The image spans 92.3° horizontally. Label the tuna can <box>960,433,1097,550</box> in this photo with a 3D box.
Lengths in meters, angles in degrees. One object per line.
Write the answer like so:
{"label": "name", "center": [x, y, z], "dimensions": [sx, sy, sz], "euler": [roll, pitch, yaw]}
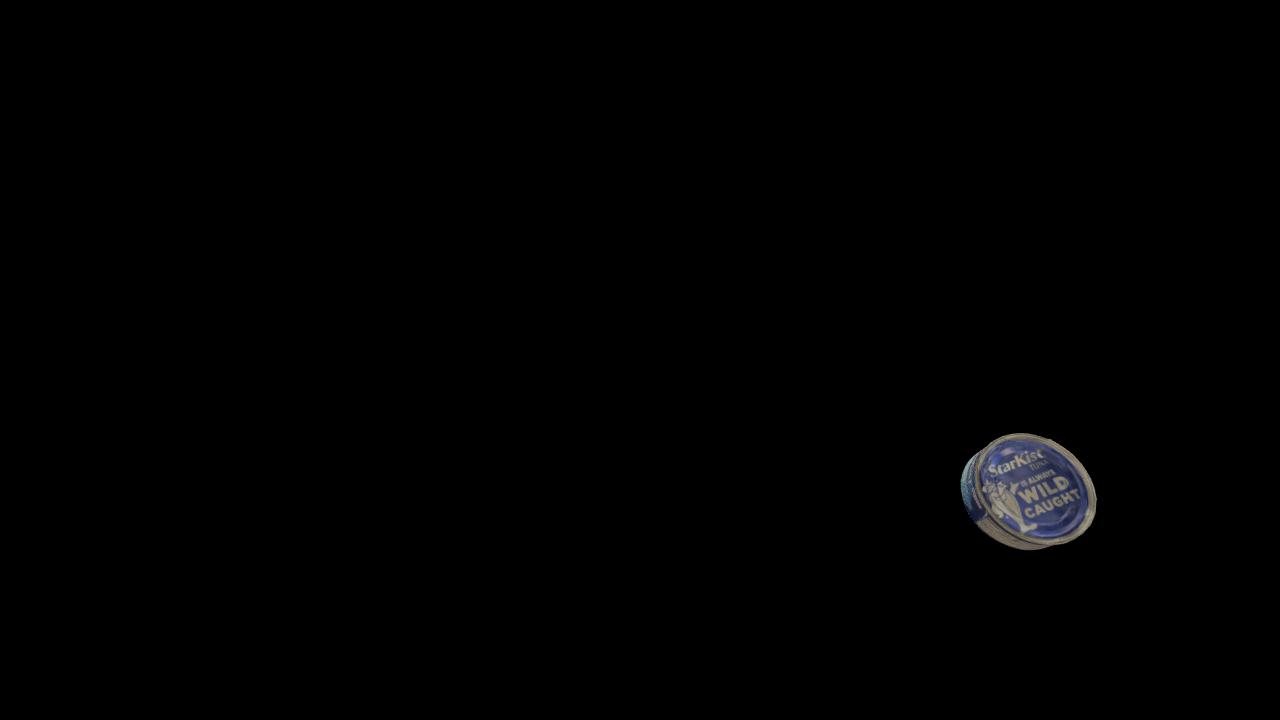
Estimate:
{"label": "tuna can", "center": [0.293, 0.100, 0.469], "dimensions": [0.084, 0.084, 0.034], "euler": [0, -25, 4]}
